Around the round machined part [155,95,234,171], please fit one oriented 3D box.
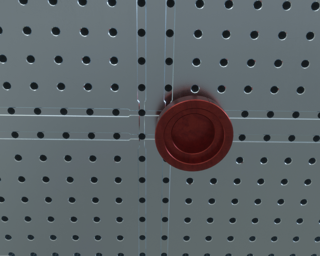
[{"bbox_3d":[0.043,0.004,0.407,0.099,0.042,0.097,0,110,-1],"label":"round machined part"}]
